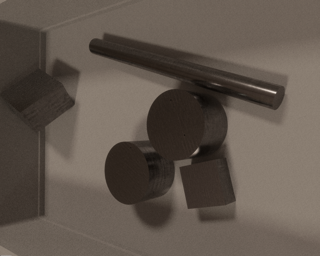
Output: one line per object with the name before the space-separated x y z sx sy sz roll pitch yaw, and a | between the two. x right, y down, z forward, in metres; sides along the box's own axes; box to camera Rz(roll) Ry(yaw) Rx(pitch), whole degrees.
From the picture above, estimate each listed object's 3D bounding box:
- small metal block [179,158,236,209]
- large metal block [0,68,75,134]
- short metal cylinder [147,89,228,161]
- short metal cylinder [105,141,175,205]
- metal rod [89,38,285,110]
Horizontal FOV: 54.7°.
small metal block | 0.055 0.065 0.360 0.050 0.025 0.050 -18 79 38
large metal block | -0.211 -0.049 0.534 0.080 0.080 0.050 31 152 35
short metal cylinder | 0.031 -0.004 0.363 0.080 0.050 0.079 0 90 39
short metal cylinder | -0.028 0.057 0.411 0.080 0.050 0.079 0 90 39
metal rod | 0.009 -0.079 0.397 0.300 0.025 0.025 24 105 37
